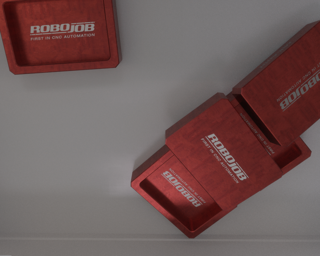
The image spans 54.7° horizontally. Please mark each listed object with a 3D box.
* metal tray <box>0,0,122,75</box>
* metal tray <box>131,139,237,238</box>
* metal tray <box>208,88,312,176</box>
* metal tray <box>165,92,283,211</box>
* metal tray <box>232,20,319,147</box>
[{"bbox_3d":[-0.116,-0.114,0.365,0.131,0.030,0.089,-4,110,1],"label":"metal tray"},{"bbox_3d":[0.034,0.087,0.440,0.090,0.030,0.130,-41,105,13],"label":"metal tray"},{"bbox_3d":[0.125,0.012,0.413,0.090,0.030,0.130,-40,106,13],"label":"metal tray"},{"bbox_3d":[0.079,0.032,0.388,0.090,0.030,0.130,-37,106,12],"label":"metal tray"},{"bbox_3d":[0.164,-0.052,0.370,0.130,0.030,0.090,-41,101,-2],"label":"metal tray"}]
